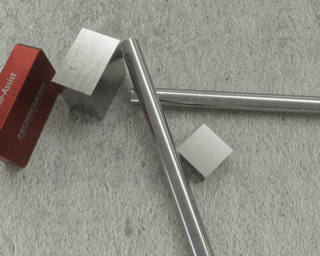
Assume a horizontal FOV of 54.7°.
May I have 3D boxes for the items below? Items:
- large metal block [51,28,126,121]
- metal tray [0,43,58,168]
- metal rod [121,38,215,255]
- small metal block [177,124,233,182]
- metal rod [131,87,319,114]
[{"bbox_3d":[-0.087,-0.067,0.402,0.050,0.080,0.080,21,71,7],"label":"large metal block"},{"bbox_3d":[-0.170,-0.024,0.380,0.030,0.090,0.130,15,71,5],"label":"metal tray"},{"bbox_3d":[0.007,0.025,0.381,0.025,0.025,0.299,-18,78,-7],"label":"metal rod"},{"bbox_3d":[0.056,0.032,0.397,0.050,0.025,0.050,-42,76,-14],"label":"small metal block"},{"bbox_3d":[0.113,-0.036,0.422,0.302,0.025,0.025,3,70,0],"label":"metal rod"}]
